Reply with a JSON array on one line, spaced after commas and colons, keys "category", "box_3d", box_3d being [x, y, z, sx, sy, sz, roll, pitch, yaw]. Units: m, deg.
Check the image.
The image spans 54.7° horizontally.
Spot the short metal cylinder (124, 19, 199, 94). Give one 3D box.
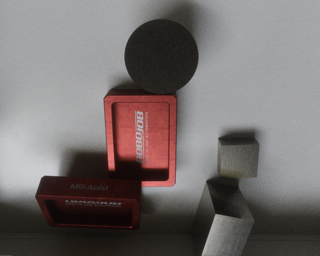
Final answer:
[{"category": "short metal cylinder", "box_3d": [0.002, -0.081, 0.360, 0.081, 0.050, 0.079, 0, 99, 0]}]

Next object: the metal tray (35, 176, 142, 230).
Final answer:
[{"category": "metal tray", "box_3d": [-0.092, 0.105, 0.425, 0.131, 0.030, 0.089, 3, 138, -2]}]

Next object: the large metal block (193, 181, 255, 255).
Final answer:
[{"category": "large metal block", "box_3d": [0.084, 0.133, 0.432, 0.050, 0.080, 0.079, 12, 110, -5]}]

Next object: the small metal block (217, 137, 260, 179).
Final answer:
[{"category": "small metal block", "box_3d": [0.107, 0.041, 0.428, 0.050, 0.025, 0.050, -2, 110, 0]}]

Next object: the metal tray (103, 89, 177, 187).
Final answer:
[{"category": "metal tray", "box_3d": [-0.024, 0.015, 0.413, 0.091, 0.030, 0.129, 0, 110, -1]}]
